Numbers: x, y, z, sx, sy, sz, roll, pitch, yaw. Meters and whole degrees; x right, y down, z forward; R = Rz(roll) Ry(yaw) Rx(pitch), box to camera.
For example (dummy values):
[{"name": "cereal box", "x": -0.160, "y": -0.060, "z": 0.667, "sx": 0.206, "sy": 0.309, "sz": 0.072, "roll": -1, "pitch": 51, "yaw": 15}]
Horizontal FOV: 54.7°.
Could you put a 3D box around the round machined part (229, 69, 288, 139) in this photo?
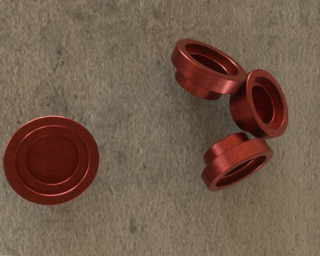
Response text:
[{"name": "round machined part", "x": 0.136, "y": -0.031, "z": 0.440, "sx": 0.099, "sy": 0.042, "sz": 0.098, "roll": 14, "pitch": 68, "yaw": -37}]

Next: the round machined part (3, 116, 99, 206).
[{"name": "round machined part", "x": -0.123, "y": 0.035, "z": 0.355, "sx": 0.099, "sy": 0.042, "sz": 0.097, "roll": 0, "pitch": 90, "yaw": -21}]

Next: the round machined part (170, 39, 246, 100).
[{"name": "round machined part", "x": 0.058, "y": -0.073, "z": 0.404, "sx": 0.099, "sy": 0.098, "sz": 0.042, "roll": 14, "pitch": 125, "yaw": -20}]

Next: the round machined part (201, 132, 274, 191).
[{"name": "round machined part", "x": 0.098, "y": 0.042, "z": 0.419, "sx": 0.099, "sy": 0.097, "sz": 0.042, "roll": -18, "pitch": 61, "yaw": -19}]
